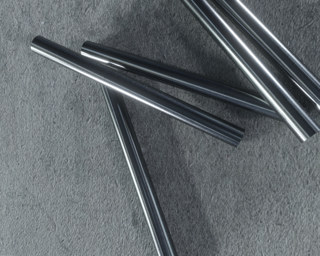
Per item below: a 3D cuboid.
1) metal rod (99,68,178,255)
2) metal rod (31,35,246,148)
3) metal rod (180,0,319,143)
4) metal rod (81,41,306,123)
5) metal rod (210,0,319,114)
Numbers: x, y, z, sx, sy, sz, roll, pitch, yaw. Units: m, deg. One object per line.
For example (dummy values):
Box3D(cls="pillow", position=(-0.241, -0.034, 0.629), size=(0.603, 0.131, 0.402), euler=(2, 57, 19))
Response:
Box3D(cls="metal rod", position=(-0.028, 0.060, 0.418), size=(0.025, 0.025, 0.299), euler=(-22, 83, 19))
Box3D(cls="metal rod", position=(-0.036, -0.051, 0.401), size=(0.301, 0.025, 0.025), euler=(26, 99, 10))
Box3D(cls="metal rod", position=(0.076, -0.109, 0.366), size=(0.025, 0.025, 0.299), euler=(-40, 72, 16))
Box3D(cls="metal rod", position=(0.028, -0.063, 0.399), size=(0.301, 0.025, 0.025), euler=(21, 97, 18))
Box3D(cls="metal rod", position=(0.125, -0.101, 0.364), size=(0.025, 0.025, 0.300), euler=(-42, 77, 15))
